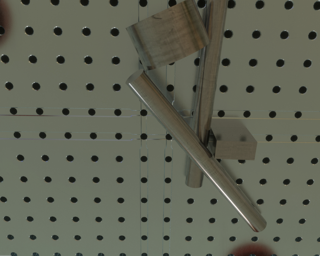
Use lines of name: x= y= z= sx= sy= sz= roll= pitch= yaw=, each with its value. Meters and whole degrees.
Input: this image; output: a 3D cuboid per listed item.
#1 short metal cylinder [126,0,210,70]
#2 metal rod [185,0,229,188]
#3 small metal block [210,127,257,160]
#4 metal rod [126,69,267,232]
short metal cylinder: x=0.009 y=-0.104 z=0.346 sx=0.080 sy=0.080 sz=0.050 roll=-22 pitch=109 yaw=8
metal rod: x=0.060 y=-0.060 z=0.391 sx=0.025 sy=0.025 sz=0.298 roll=4 pitch=110 yaw=-2
small metal block: x=0.094 y=0.019 z=0.408 sx=0.050 sy=0.050 sz=0.025 roll=2 pitch=110 yaw=-1
metal rod: x=0.061 y=0.045 z=0.404 sx=0.025 sy=0.025 sz=0.300 roll=-35 pitch=116 yaw=12
